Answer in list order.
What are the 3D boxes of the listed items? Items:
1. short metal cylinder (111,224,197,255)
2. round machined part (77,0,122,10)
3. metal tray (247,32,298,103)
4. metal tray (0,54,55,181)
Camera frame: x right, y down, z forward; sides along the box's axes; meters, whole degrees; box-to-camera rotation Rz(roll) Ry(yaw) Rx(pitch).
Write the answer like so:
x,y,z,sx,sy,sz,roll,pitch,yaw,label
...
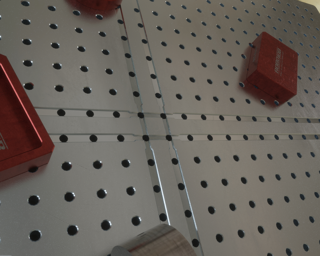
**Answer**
x,y,z,sx,sy,sz,roll,pitch,yaw,label
-0.004,0.138,0.288,0.050,0.080,0.080,-15,70,-35,short metal cylinder
-0.100,-0.238,0.490,0.099,0.042,0.098,14,56,-21,round machined part
0.221,-0.120,0.600,0.090,0.030,0.130,29,52,-10,metal tray
-0.179,-0.010,0.314,0.091,0.030,0.130,-23,74,-37,metal tray
